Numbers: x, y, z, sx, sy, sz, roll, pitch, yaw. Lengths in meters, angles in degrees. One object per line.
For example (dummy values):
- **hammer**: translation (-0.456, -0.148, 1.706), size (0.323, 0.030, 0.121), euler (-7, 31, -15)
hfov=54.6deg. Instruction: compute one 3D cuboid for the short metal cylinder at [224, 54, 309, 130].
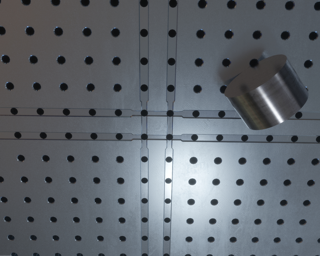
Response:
- **short metal cylinder**: translation (0.125, -0.043, 0.369), size (0.080, 0.080, 0.050), euler (-35, 106, 12)
